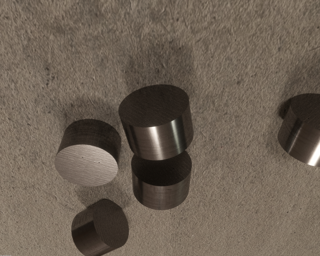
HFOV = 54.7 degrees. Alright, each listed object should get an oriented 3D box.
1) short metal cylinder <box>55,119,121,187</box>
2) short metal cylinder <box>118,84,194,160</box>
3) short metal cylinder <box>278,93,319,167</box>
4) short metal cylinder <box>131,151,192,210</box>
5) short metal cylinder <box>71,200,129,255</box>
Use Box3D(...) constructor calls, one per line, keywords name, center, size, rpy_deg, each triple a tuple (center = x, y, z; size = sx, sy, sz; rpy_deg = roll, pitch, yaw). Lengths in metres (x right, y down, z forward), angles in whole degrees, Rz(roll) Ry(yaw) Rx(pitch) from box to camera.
Box3D(name="short metal cylinder", center=(-0.095, 0.034, 0.419), size=(0.081, 0.050, 0.079), rpy_deg=(0, 130, 0))
Box3D(name="short metal cylinder", center=(-0.003, -0.008, 0.364), size=(0.080, 0.080, 0.050), rpy_deg=(-8, 130, 6))
Box3D(name="short metal cylinder", center=(0.191, 0.001, 0.375), size=(0.081, 0.080, 0.050), rpy_deg=(3, 130, -3))
Box3D(name="short metal cylinder", center=(0.002, 0.065, 0.426), size=(0.081, 0.080, 0.050), rpy_deg=(0, 130, -1))
Box3D(name="short metal cylinder", center=(-0.097, 0.166, 0.511), size=(0.050, 0.080, 0.080), rpy_deg=(-32, 124, 24))
